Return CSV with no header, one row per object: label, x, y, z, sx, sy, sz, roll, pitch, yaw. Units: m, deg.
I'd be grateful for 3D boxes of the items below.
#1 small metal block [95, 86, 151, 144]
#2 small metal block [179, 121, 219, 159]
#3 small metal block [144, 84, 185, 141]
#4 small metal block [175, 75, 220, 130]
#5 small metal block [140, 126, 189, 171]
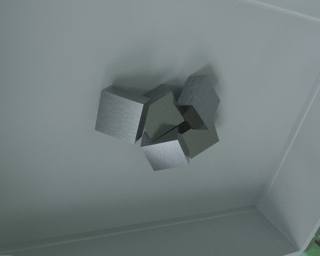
small metal block,-0.043,-0.016,0.357,0.050,0.025,0.050,20,114,10
small metal block,0.052,0.008,0.442,0.050,0.025,0.050,-31,129,-8
small metal block,-0.003,-0.019,0.394,0.050,0.025,0.050,-33,129,-7
small metal block,0.051,-0.032,0.401,0.050,0.025,0.050,51,53,-40
small metal block,0.008,0.029,0.415,0.050,0.025,0.050,-12,130,17
